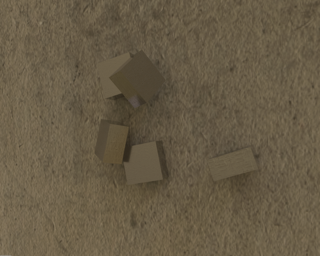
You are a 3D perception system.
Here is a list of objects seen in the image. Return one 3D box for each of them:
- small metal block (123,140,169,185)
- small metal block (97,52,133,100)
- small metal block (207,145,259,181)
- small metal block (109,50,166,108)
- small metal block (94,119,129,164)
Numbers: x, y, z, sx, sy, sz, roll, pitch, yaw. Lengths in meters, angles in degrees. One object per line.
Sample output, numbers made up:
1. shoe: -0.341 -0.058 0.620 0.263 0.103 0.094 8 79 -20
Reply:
1. small metal block: -0.020 0.046 0.415 0.050 0.025 0.050 -12 86 19
2. small metal block: -0.054 -0.070 0.427 0.050 0.025 0.050 -15 85 19
3. small metal block: 0.088 0.040 0.365 0.050 0.050 0.025 -20 84 18
4. small metal block: -0.027 -0.062 0.392 0.025 0.050 0.050 -19 117 47
5. small metal block: -0.066 0.017 0.416 0.025 0.050 0.050 10 95 -25
